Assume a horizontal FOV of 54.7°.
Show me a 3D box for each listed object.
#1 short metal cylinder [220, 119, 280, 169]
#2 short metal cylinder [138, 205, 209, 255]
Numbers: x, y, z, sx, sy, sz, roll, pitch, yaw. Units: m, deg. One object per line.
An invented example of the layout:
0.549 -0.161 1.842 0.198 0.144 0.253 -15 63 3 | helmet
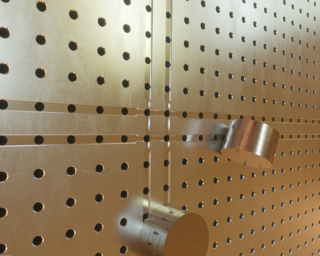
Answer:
0.143 0.026 0.493 0.080 0.080 0.050 33 69 -35 | short metal cylinder
0.019 0.147 0.409 0.081 0.050 0.079 0 90 -40 | short metal cylinder
